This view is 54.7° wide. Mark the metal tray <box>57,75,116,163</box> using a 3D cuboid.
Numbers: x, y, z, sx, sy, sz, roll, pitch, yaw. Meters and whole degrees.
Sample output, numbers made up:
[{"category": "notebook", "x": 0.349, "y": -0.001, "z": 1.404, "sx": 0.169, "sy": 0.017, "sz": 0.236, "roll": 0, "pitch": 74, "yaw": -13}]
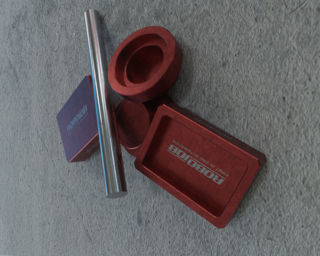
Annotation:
[{"category": "metal tray", "x": -0.116, "y": -0.011, "z": 0.485, "sx": 0.129, "sy": 0.030, "sz": 0.090, "roll": -38, "pitch": 64, "yaw": 42}]

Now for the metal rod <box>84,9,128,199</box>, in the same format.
[{"category": "metal rod", "x": -0.079, "y": -0.051, "z": 0.428, "sx": 0.025, "sy": 0.025, "sz": 0.299, "roll": -34, "pitch": 56, "yaw": 35}]

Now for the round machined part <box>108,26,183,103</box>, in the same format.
[{"category": "round machined part", "x": -0.015, "y": -0.076, "z": 0.393, "sx": 0.098, "sy": 0.042, "sz": 0.098, "roll": -14, "pitch": 61, "yaw": 27}]

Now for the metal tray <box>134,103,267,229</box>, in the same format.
[{"category": "metal tray", "x": 0.041, "y": 0.039, "z": 0.355, "sx": 0.130, "sy": 0.030, "sz": 0.089, "roll": 32, "pitch": 110, "yaw": 24}]

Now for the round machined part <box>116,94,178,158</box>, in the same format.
[{"category": "round machined part", "x": -0.025, "y": -0.007, "z": 0.417, "sx": 0.098, "sy": 0.042, "sz": 0.097, "roll": 0, "pitch": 90, "yaw": 40}]
